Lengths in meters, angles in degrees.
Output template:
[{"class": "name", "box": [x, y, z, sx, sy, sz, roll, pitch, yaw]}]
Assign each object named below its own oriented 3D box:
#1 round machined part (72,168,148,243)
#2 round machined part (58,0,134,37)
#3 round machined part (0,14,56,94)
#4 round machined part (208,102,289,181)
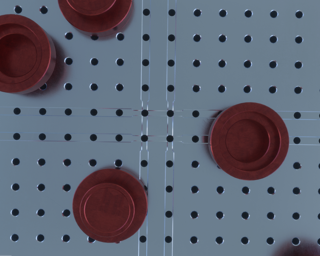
[{"class": "round machined part", "box": [-0.065, 0.102, 0.405, 0.099, 0.042, 0.097, 0, 90, 0]}, {"class": "round machined part", "box": [-0.085, -0.174, 0.404, 0.099, 0.042, 0.097, 0, 90, 0]}, {"class": "round machined part", "box": [-0.184, -0.093, 0.404, 0.099, 0.042, 0.097, 0, 90, 0]}, {"class": "round machined part", "box": [0.112, 0.017, 0.406, 0.099, 0.042, 0.097, 0, 90, 0]}]
